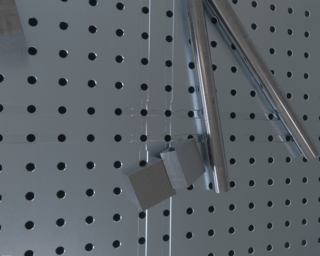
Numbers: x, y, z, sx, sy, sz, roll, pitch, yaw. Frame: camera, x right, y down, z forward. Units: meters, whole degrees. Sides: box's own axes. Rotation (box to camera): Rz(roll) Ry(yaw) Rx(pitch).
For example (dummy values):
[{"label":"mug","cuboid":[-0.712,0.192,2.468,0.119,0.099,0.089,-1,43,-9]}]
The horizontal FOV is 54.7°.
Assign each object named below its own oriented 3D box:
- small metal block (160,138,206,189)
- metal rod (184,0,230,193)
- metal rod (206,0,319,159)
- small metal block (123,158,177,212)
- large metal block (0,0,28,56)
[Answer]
[{"label":"small metal block","cuboid":[0.032,0.046,0.413,0.050,0.025,0.050,-28,101,-51]},{"label":"metal rod","cuboid":[0.065,-0.057,0.436,0.025,0.025,0.298,-10,94,-20]},{"label":"metal rod","cuboid":[0.161,-0.075,0.471,0.025,0.025,0.299,-40,103,-16]},{"label":"small metal block","cuboid":[-0.013,0.073,0.408,0.050,0.025,0.050,-24,98,-19]},{"label":"large metal block","cuboid":[-0.175,-0.123,0.319,0.050,0.080,0.080,-15,96,-19]}]
